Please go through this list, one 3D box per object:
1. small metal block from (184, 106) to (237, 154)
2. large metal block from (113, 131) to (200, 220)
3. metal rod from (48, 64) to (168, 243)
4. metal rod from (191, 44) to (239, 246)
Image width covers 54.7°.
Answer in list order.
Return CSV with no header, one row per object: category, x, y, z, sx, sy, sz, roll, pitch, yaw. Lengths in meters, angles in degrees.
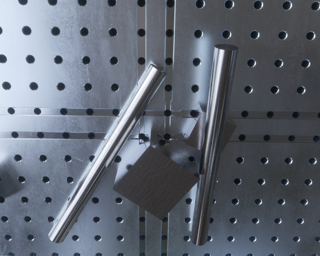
small metal block,0.067,0.005,0.416,0.050,0.025,0.050,23,108,-9
large metal block,-0.005,0.064,0.424,0.080,0.050,0.080,36,106,-13
metal rod,-0.079,0.046,0.429,0.025,0.025,0.298,30,107,-11
metal rod,0.065,0.043,0.404,0.025,0.025,0.298,2,120,-1
